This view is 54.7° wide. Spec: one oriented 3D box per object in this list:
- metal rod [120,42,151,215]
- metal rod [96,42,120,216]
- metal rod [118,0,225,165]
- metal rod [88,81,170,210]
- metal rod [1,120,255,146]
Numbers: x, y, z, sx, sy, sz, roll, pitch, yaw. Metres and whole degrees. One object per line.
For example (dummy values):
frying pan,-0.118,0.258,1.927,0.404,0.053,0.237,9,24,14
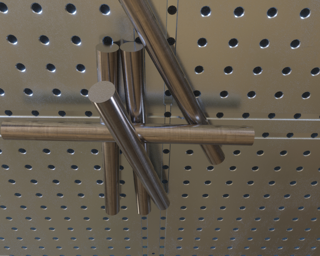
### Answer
metal rod,-0.029,0.025,0.432,0.025,0.025,0.298,-1,130,0
metal rod,-0.069,0.026,0.432,0.025,0.025,0.298,3,130,-3
metal rod,0.017,-0.058,0.362,0.025,0.025,0.299,-21,128,16
metal rod,-0.024,0.047,0.397,0.025,0.025,0.299,-9,146,7
metal rod,-0.037,0.006,0.381,0.302,0.025,0.025,1,130,-2
